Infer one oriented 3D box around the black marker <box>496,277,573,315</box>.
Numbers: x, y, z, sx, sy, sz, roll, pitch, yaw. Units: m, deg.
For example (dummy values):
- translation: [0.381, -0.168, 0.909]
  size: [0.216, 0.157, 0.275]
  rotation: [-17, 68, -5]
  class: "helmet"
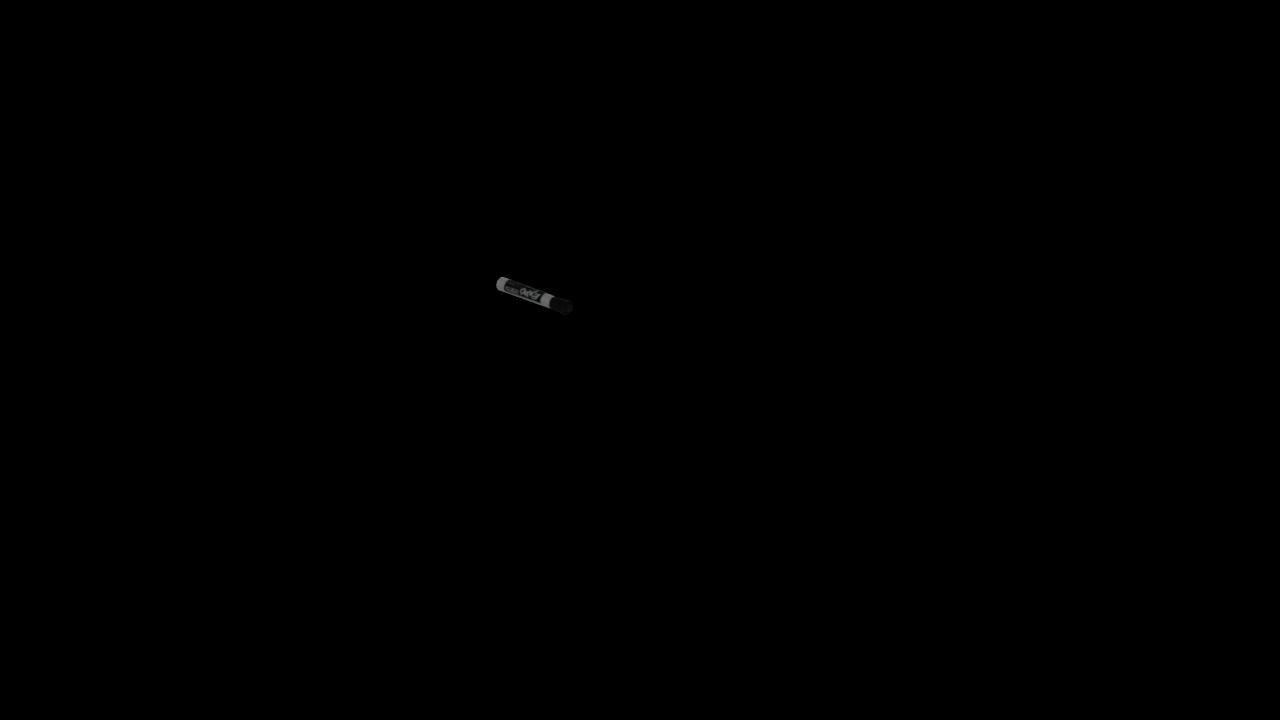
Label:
- translation: [-0.132, -0.080, 0.771]
  size: [0.121, 0.020, 0.020]
  rotation: [21, 11, 30]
  class: "black marker"
